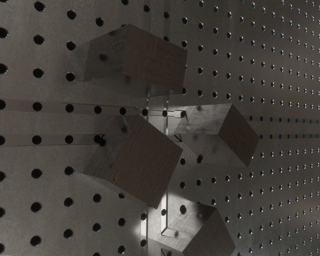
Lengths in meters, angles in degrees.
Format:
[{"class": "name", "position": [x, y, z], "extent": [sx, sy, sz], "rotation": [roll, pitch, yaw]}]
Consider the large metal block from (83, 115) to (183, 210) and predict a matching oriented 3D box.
[{"class": "large metal block", "position": [-0.029, 0.040, 0.370], "extent": [0.080, 0.050, 0.080], "rotation": [39, 66, -33]}]

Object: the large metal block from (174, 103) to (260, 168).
[{"class": "large metal block", "position": [0.082, 0.011, 0.444], "extent": [0.080, 0.080, 0.050], "rotation": [44, 64, -32]}]

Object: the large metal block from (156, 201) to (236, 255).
[{"class": "large metal block", "position": [0.054, 0.166, 0.441], "extent": [0.080, 0.050, 0.080], "rotation": [-41, 115, -33]}]

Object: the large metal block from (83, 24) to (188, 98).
[{"class": "large metal block", "position": [-0.028, -0.070, 0.351], "extent": [0.081, 0.080, 0.050], "rotation": [13, 82, -40]}]
